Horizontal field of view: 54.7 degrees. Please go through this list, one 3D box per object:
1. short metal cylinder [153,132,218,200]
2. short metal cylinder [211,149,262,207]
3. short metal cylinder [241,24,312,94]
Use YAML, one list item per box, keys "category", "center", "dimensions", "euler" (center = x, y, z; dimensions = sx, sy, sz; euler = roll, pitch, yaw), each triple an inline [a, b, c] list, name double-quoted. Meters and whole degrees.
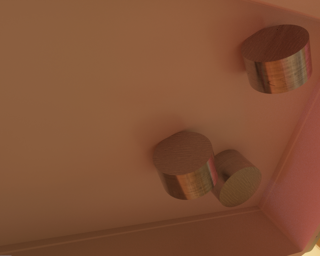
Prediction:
- category: "short metal cylinder"
  center: [0.036, 0.050, 0.423]
  dimensions: [0.080, 0.080, 0.050]
  euler: [-28, 128, -11]
- category: "short metal cylinder"
  center: [0.117, 0.082, 0.507]
  dimensions: [0.081, 0.050, 0.079]
  euler: [-14, 124, -21]
- category: "short metal cylinder"
  center: [0.151, -0.089, 0.400]
  dimensions: [0.080, 0.080, 0.050]
  euler: [-34, 129, -6]
